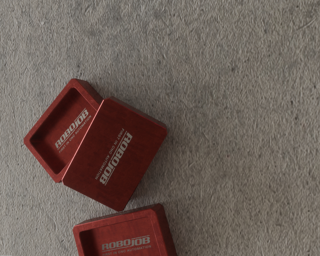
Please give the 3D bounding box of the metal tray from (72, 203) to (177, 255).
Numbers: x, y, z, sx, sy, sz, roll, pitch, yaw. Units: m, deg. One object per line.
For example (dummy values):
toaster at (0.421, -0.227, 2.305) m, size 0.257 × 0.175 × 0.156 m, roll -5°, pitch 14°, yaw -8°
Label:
metal tray at (-0.048, 0.162, 0.423) m, size 0.130 × 0.030 × 0.090 m, roll -18°, pitch 84°, yaw 19°

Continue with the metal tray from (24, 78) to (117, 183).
metal tray at (-0.129, 0.004, 0.451) m, size 0.090 × 0.030 × 0.130 m, roll 46°, pitch 104°, yaw 14°

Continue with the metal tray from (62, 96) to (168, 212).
metal tray at (-0.059, 0.034, 0.410) m, size 0.090 × 0.030 × 0.129 m, roll 28°, pitch 100°, yaw -5°
